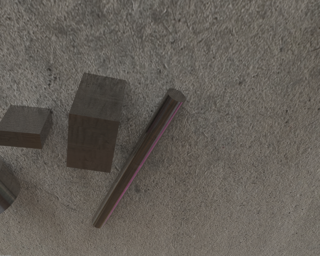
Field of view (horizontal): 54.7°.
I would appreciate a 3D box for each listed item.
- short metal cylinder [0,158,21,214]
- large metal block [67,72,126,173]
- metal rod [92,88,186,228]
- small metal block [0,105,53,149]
[{"bbox_3d":[-0.250,0.084,0.440,0.080,0.080,0.050,-10,129,8],"label":"short metal cylinder"},{"bbox_3d":[-0.074,-0.007,0.365,0.050,0.080,0.079,10,130,-8],"label":"large metal block"},{"bbox_3d":[-0.044,0.063,0.460,0.025,0.025,0.298,20,127,-16],"label":"metal rod"},{"bbox_3d":[-0.168,-0.002,0.387,0.050,0.050,0.025,6,130,-5],"label":"small metal block"}]
